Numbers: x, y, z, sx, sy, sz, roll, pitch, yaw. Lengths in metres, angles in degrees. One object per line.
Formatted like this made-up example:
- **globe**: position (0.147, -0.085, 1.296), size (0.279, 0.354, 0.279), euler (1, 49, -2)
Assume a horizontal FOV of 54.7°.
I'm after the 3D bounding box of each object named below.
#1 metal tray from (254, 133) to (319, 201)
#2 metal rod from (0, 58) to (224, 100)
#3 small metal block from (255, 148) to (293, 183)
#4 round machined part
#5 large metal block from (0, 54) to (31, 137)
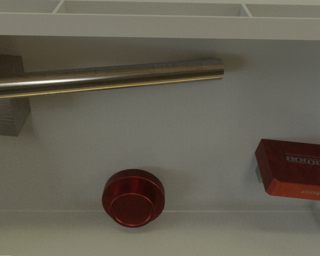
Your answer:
- **metal tray**: position (0.207, 0.055, 0.432), size (0.131, 0.090, 0.030), euler (7, 132, -4)
- **metal rod**: position (-0.079, -0.050, 0.322), size (0.302, 0.025, 0.025), euler (-7, 131, -12)
- **small metal block**: position (0.176, 0.057, 0.460), size (0.050, 0.025, 0.050), euler (2, 130, -3)
- **round machined part**: position (-0.041, 0.116, 0.482), size (0.099, 0.042, 0.097), euler (0, 117, 0)
- **large metal block**: position (-0.203, -0.040, 0.356), size (0.081, 0.050, 0.079), euler (5, 130, -5)
